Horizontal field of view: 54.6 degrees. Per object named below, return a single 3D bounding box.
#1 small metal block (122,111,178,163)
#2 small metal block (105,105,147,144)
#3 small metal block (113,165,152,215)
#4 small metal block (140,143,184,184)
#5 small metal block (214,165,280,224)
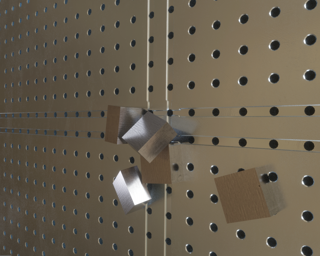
[{"bbox_3d":[-0.014,0.010,0.398,0.050,0.025,0.050,-46,34,-8],"label":"small metal block"},{"bbox_3d":[-0.047,-0.005,0.434,0.025,0.050,0.050,10,97,40],"label":"small metal block"},{"bbox_3d":[-0.040,0.087,0.432,0.050,0.025,0.050,64,149,20],"label":"small metal block"},{"bbox_3d":[0.002,0.047,0.409,0.050,0.025,0.050,-7,85,39],"label":"small metal block"},{"bbox_3d":[0.092,0.072,0.334,0.050,0.025,0.050,-24,75,37],"label":"small metal block"}]
